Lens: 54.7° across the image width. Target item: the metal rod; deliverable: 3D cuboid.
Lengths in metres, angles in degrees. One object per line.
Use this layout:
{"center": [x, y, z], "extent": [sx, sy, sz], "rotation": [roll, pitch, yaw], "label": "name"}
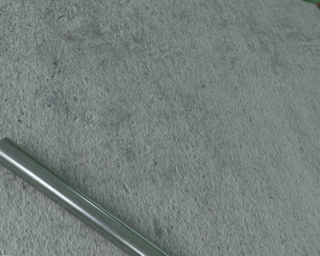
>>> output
{"center": [-0.039, 0.109, 0.317], "extent": [0.301, 0.025, 0.025], "rotation": [37, 51, -4], "label": "metal rod"}
